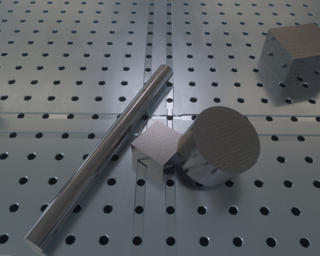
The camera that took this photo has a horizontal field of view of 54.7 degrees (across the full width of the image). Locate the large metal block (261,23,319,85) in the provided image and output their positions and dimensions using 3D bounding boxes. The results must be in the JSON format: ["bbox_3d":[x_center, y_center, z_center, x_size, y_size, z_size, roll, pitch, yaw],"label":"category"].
[{"bbox_3d":[0.222,-0.119,0.494,0.081,0.050,0.080,-10,51,-9],"label":"large metal block"}]

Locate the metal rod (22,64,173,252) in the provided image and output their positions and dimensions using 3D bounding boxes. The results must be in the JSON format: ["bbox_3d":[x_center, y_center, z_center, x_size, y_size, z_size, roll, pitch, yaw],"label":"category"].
[{"bbox_3d":[-0.059,0.014,0.395,0.025,0.025,0.301,21,53,17],"label":"metal rod"}]

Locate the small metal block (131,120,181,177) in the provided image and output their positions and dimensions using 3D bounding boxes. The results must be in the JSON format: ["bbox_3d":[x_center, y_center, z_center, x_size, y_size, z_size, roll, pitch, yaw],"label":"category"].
[{"bbox_3d":[0.000,0.024,0.387,0.050,0.025,0.050,32,57,24],"label":"small metal block"}]

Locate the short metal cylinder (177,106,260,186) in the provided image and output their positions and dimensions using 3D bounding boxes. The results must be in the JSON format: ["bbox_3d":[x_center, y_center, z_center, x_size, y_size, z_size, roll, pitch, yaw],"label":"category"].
[{"bbox_3d":[0.066,0.022,0.357,0.081,0.050,0.080,8,62,-15],"label":"short metal cylinder"}]
